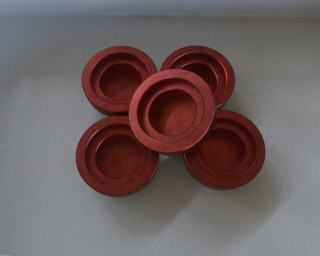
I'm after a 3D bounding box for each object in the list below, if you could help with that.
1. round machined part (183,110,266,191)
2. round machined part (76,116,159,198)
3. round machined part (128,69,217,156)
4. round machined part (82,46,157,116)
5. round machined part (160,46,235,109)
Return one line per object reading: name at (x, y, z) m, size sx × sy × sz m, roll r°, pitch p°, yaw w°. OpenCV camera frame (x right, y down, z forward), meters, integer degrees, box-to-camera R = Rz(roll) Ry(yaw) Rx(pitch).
round machined part at (0.077, 0.030, 0.389) m, size 0.099 × 0.042 × 0.098 m, roll 0°, pitch 70°, yaw -1°
round machined part at (-0.050, 0.037, 0.385) m, size 0.099 × 0.042 × 0.098 m, roll 0°, pitch 70°, yaw -1°
round machined part at (0.017, -0.015, 0.359) m, size 0.098 × 0.042 × 0.098 m, roll -5°, pitch 74°, yaw 17°
round machined part at (-0.052, -0.058, 0.419) m, size 0.099 × 0.042 × 0.098 m, roll 0°, pitch 70°, yaw -1°
round machined part at (0.048, -0.059, 0.421) m, size 0.099 × 0.042 × 0.098 m, roll 0°, pitch 70°, yaw -1°
